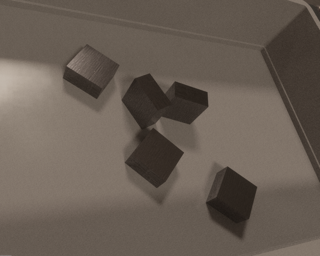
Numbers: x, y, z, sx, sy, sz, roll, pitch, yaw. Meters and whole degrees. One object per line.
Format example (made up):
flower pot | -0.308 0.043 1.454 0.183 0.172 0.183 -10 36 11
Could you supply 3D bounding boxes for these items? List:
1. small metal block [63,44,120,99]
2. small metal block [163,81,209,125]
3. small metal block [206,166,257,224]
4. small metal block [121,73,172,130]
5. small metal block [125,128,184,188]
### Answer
small metal block | -0.089 -0.074 0.404 0.050 0.025 0.050 32 51 -8
small metal block | 0.032 -0.033 0.429 0.050 0.050 0.025 15 56 -20
small metal block | 0.094 0.087 0.405 0.050 0.025 0.050 35 51 -6
small metal block | -0.018 -0.034 0.402 0.025 0.050 0.050 -27 77 -37
small metal block | -0.006 0.036 0.382 0.050 0.025 0.050 39 51 -2
